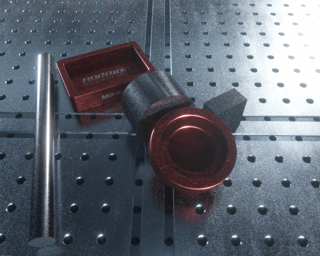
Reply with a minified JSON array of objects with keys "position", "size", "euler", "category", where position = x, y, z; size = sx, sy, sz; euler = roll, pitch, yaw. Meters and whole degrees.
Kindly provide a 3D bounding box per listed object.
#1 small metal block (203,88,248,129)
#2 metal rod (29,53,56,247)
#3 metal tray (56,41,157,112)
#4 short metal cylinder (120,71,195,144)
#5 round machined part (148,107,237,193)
[{"position":[0.083,-0.018,0.408],"size":[0.050,0.050,0.025],"euler":[-26,55,-21],"category":"small metal block"},{"position":[-0.150,0.002,0.403],"size":[0.025,0.025,0.300],"euler":[-10,51,-8],"category":"metal rod"},{"position":[-0.080,-0.082,0.471],"size":[0.131,0.030,0.090],"euler":[-20,53,-16],"category":"metal tray"},{"position":[-0.003,-0.025,0.392],"size":[0.081,0.080,0.050],"euler":[-20,52,-16],"category":"short metal cylinder"},{"position":[0.035,0.028,0.362],"size":[0.099,0.042,0.098],"euler":[4,65,-8],"category":"round machined part"}]
